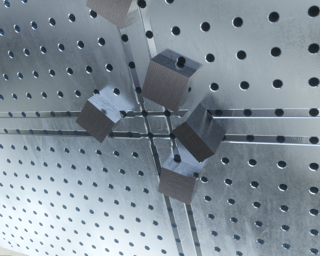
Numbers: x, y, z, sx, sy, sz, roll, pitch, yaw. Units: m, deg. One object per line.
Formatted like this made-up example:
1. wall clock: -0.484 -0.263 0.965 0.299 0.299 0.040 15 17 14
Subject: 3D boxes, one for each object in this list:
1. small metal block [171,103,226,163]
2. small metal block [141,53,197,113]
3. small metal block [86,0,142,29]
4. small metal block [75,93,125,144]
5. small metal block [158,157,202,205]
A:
1. small metal block: 0.048 0.005 0.373 0.050 0.050 0.025 48 129 -6
2. small metal block: 0.010 -0.054 0.373 0.050 0.025 0.050 27 128 11
3. small metal block: -0.049 -0.148 0.346 0.050 0.025 0.050 35 129 5
4. small metal block: -0.088 -0.014 0.450 0.050 0.025 0.050 40 129 0
5. small metal block: 0.028 0.076 0.444 0.050 0.025 0.050 19 126 17
